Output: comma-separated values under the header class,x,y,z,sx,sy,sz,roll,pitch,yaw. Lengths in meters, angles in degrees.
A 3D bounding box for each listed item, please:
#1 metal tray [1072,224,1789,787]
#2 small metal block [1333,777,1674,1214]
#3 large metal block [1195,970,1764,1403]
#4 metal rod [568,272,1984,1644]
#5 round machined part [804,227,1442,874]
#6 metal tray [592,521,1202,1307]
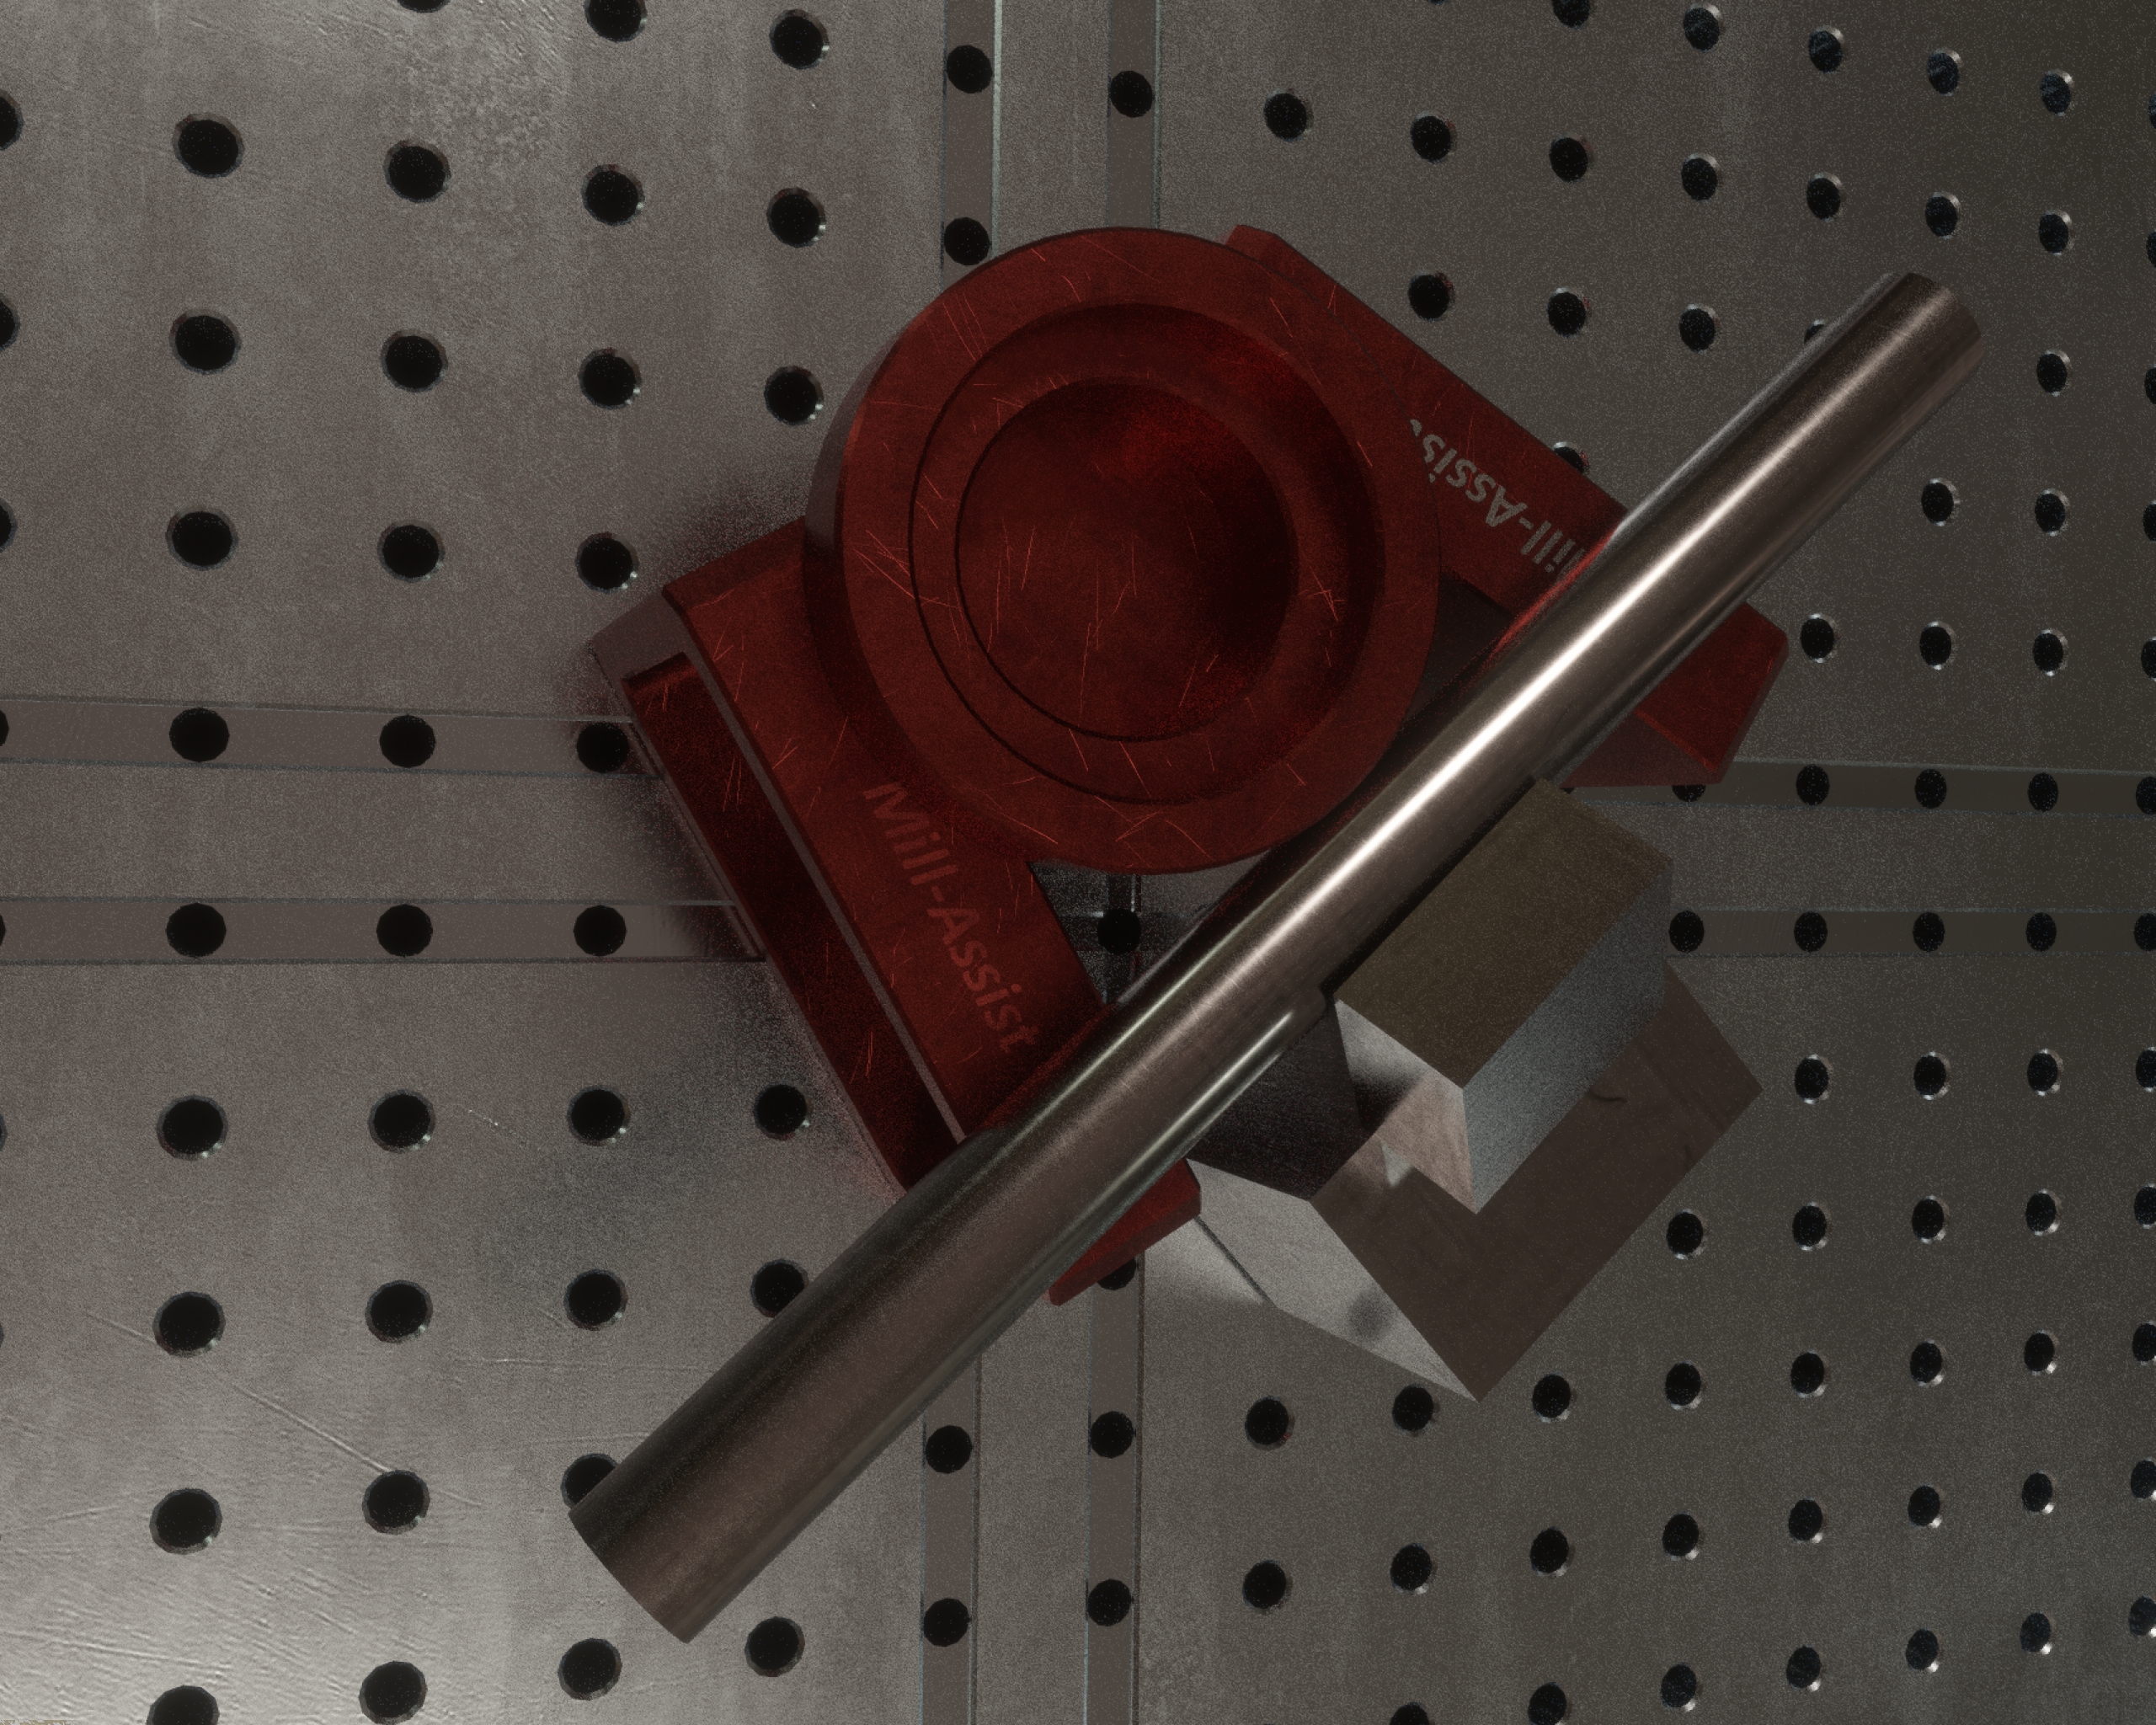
class,x,y,z,sx,sy,sz,roll,pitch,yaw
metal tray,0.058,-0.061,0.400,0.130,0.090,0.030,33,80,-18
small metal block,0.070,0.023,0.339,0.025,0.050,0.050,37,73,29
large metal block,0.069,0.049,0.407,0.080,0.080,0.050,-43,104,-15
metal rod,0.044,0.003,0.334,0.301,0.025,0.025,-42,104,-15
round machined part,0.005,-0.047,0.333,0.099,0.042,0.097,0,90,-21
metal tray,-0.035,0.008,0.366,0.030,0.090,0.129,-31,101,-18
